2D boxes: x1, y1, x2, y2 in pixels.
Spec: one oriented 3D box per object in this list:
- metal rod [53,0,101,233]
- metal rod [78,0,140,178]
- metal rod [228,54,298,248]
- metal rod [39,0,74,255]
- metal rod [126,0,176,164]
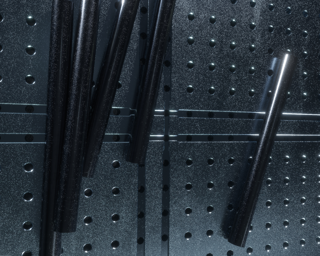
[{"bbox_3d":[-0.095,-0.033,0.364,0.025,0.025,0.298,7,83,-20],"label":"metal rod"},{"bbox_3d":[-0.058,-0.086,0.391,0.025,0.025,0.299,16,85,-20],"label":"metal rod"},{"bbox_3d":[0.159,0.030,0.473,0.025,0.025,0.299,21,83,-19],"label":"metal rod"},{"bbox_3d":[-0.123,0.000,0.367,0.025,0.025,0.298,3,89,-20],"label":"metal rod"},{"bbox_3d":[-0.004,-0.101,0.411,0.025,0.025,0.298,12,86,-20],"label":"metal rod"}]
